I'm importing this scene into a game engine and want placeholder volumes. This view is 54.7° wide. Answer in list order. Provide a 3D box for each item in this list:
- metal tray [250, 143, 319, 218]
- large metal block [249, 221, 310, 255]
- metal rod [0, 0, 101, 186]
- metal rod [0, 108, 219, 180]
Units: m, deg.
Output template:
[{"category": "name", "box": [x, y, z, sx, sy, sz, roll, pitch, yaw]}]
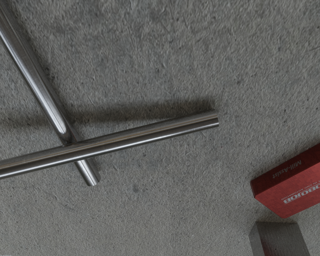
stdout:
[{"category": "metal tray", "box": [0.221, 0.085, 0.480, 0.090, 0.030, 0.130, 37, 121, -28]}, {"category": "large metal block", "box": [0.216, 0.220, 0.562, 0.081, 0.080, 0.050, 3, 130, -3]}, {"category": "metal rod", "box": [-0.136, -0.032, 0.378, 0.025, 0.025, 0.299, -10, 130, 8]}, {"category": "metal rod", "box": [-0.075, 0.022, 0.399, 0.302, 0.025, 0.025, -14, 129, 0]}]
